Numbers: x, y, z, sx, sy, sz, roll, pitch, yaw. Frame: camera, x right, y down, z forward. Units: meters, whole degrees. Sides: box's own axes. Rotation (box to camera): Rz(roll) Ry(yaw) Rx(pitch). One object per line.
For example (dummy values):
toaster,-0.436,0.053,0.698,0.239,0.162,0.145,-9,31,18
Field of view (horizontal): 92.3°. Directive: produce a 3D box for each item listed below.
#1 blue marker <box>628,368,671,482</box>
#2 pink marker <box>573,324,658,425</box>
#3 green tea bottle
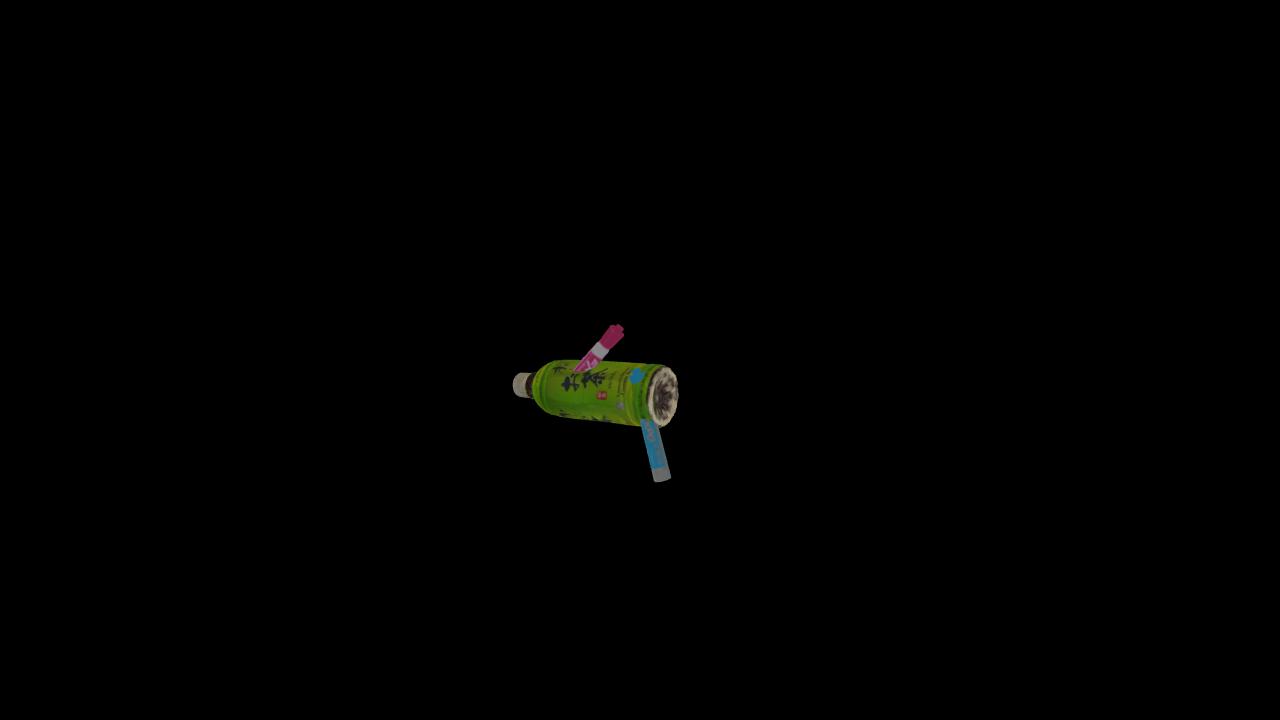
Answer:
blue marker,0.010,0.068,0.648,0.020,0.121,0.020,-14,0,0
pink marker,-0.059,0.006,0.692,0.121,0.020,0.020,-48,-20,20
green tea bottle,-0.060,0.035,0.713,0.212,0.073,0.073,2,1,34
